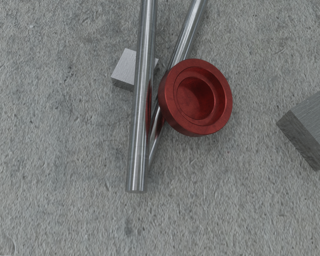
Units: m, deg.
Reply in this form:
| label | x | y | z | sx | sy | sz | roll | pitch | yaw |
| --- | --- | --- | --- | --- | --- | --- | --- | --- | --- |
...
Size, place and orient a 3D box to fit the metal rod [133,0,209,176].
| label | x | y | z | sx | sy | sz | roll | pitch | yaw |
| --- | --- | --- | --- | --- | --- | --- | --- | --- | --- |
| metal rod | 0.017 | -0.069 | 0.433 | 0.025 | 0.025 | 0.299 | 17 | 71 | 6 |

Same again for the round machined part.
| label | x | y | z | sx | sy | sz | roll | pitch | yaw |
| --- | --- | --- | --- | --- | --- | --- | --- | --- | --- |
| round machined part | 0.041 | -0.036 | 0.400 | 0.099 | 0.042 | 0.098 | 5 | 78 | -25 |

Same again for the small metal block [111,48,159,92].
| label | x | y | z | sx | sy | sz | roll | pitch | yaw |
| --- | --- | --- | --- | --- | --- | --- | --- | --- | --- |
| small metal block | -0.034 | -0.078 | 0.436 | 0.050 | 0.025 | 0.050 | 20 | 71 | 7 |

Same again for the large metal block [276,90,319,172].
| label | x | y | z | sx | sy | sz | roll | pitch | yaw |
| --- | --- | --- | --- | --- | --- | --- | --- | --- | --- |
| large metal block | 0.215 | -0.003 | 0.399 | 0.080 | 0.050 | 0.080 | -31 | 73 | -11 |

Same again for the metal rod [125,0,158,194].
| label | x | y | z | sx | sy | sz | roll | pitch | yaw |
| --- | --- | --- | --- | --- | --- | --- | --- | --- | --- |
| metal rod | -0.021 | -0.067 | 0.405 | 0.025 | 0.025 | 0.299 | 2 | 69 | 0 |
